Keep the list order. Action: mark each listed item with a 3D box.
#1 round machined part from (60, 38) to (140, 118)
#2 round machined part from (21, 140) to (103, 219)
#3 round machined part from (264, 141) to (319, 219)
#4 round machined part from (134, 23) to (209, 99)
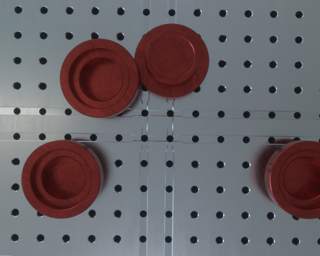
[{"bbox_3d":[-0.074,-0.062,0.402,0.098,0.042,0.097,0,91,4],"label":"round machined part"},{"bbox_3d":[-0.123,0.064,0.404,0.099,0.042,0.097,0,90,0],"label":"round machined part"},{"bbox_3d":[0.186,0.065,0.406,0.099,0.042,0.097,0,90,0],"label":"round machined part"},{"bbox_3d":[0.015,-0.088,0.405,0.099,0.042,0.097,0,90,0],"label":"round machined part"}]
